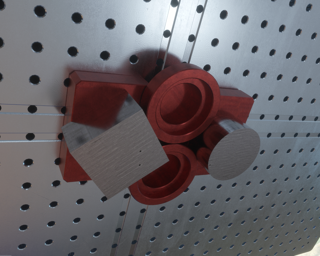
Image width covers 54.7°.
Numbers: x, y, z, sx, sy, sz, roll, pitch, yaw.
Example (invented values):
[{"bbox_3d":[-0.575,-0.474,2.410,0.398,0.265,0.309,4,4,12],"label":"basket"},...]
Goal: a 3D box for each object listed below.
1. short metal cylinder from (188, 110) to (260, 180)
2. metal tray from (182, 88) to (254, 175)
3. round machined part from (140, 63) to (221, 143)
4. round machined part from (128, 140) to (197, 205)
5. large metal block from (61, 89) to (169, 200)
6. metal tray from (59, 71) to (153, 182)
[{"bbox_3d":[0.086,0.023,0.416,0.081,0.050,0.079,-14,124,-21],"label":"short metal cylinder"},{"bbox_3d":[0.073,0.008,0.450,0.091,0.030,0.129,1,118,-29],"label":"metal tray"},{"bbox_3d":[0.021,-0.033,0.379,0.099,0.042,0.097,-14,124,-21],"label":"round machined part"},{"bbox_3d":[-0.002,0.053,0.420,0.099,0.042,0.097,-14,124,-21],"label":"round machined part"},{"bbox_3d":[-0.048,0.018,0.341,0.080,0.050,0.080,-32,129,-7],"label":"large metal block"},{"bbox_3d":[-0.066,0.001,0.372,0.091,0.030,0.129,0,119,-30],"label":"metal tray"}]
